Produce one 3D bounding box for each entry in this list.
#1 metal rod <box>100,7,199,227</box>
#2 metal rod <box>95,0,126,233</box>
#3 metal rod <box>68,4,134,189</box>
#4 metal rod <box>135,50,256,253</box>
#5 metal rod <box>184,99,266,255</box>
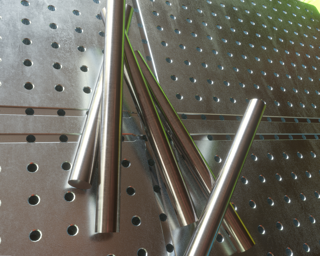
[{"bbox_3d":[-0.018,-0.025,0.394,0.025,0.025,0.299,-13,75,-34],"label":"metal rod"},{"bbox_3d":[-0.056,-0.036,0.362,0.025,0.025,0.299,8,70,-25],"label":"metal rod"},{"bbox_3d":[-0.069,-0.064,0.410,0.025,0.025,0.300,19,54,-18],"label":"metal rod"},{"bbox_3d":[0.033,0.021,0.414,0.025,0.025,0.299,-20,72,-36],"label":"metal rod"},{"bbox_3d":[0.072,0.080,0.369,0.025,0.025,0.300,34,61,-7],"label":"metal rod"}]
